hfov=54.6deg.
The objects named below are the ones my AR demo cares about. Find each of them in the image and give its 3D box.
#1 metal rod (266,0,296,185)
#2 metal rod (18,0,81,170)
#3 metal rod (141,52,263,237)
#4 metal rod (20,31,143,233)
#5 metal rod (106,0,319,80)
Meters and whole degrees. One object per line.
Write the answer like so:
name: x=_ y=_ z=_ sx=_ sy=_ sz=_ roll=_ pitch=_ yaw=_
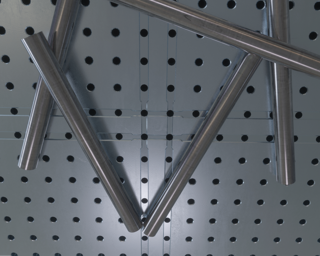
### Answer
metal rod: x=0.153 y=-0.063 z=0.390 sx=0.025 sy=0.025 sz=0.298 roll=-10 pitch=110 yaw=3
metal rod: x=-0.132 y=-0.080 z=0.382 sx=0.025 sy=0.025 sz=0.298 roll=19 pitch=109 yaw=-7
metal rod: x=0.050 y=0.031 z=0.424 sx=0.025 sy=0.025 sz=0.298 roll=25 pitch=108 yaw=-9
metal rod: x=-0.090 y=0.023 z=0.405 sx=0.025 sy=0.025 sz=0.299 roll=-19 pitch=115 yaw=7
metal rod: x=0.075 y=-0.109 z=0.355 sx=0.301 sy=0.025 sz=0.025 roll=20 pitch=109 yaw=0
